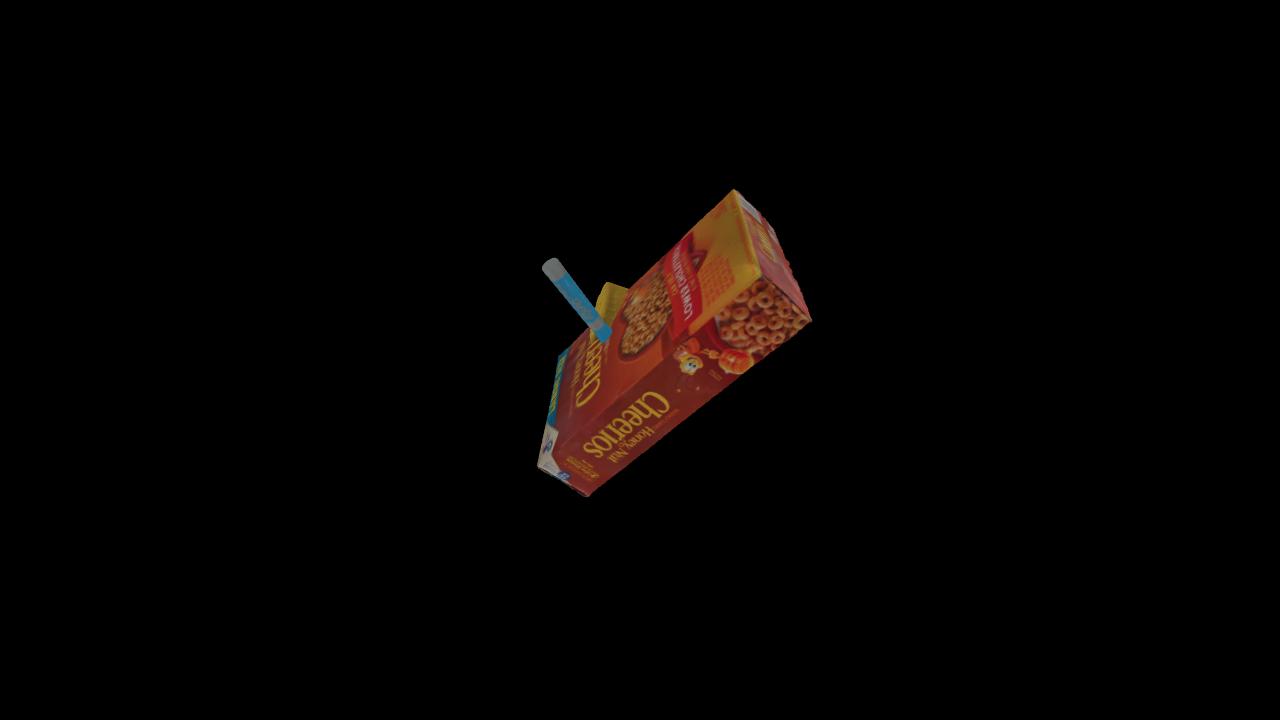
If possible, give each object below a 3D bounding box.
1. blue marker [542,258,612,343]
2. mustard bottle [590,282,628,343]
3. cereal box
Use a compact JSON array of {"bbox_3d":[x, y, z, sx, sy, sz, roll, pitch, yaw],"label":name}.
[{"bbox_3d":[-0.060,-0.056,0.635,0.020,0.020,0.121,0,-38,36],"label":"blue marker"},{"bbox_3d":[0.035,-0.028,0.735,0.184,0.054,0.092,19,37,-13],"label":"mustard bottle"},{"bbox_3d":[0.020,-0.018,0.650,0.081,0.306,0.203,38,28,-23],"label":"cereal box"}]
